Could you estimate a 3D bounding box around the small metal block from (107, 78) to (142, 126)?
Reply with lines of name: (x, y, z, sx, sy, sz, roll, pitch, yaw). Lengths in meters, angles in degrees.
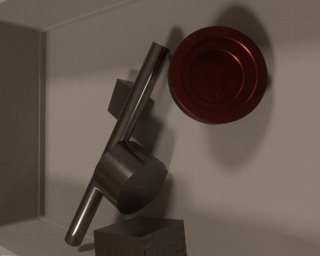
small metal block: (-0.046, -0.036, 0.435, 0.050, 0.025, 0.050, 39, 114, 48)

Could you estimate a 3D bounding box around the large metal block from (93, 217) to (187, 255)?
large metal block: (-0.024, 0.147, 0.389, 0.080, 0.081, 0.050, -9, 85, 39)

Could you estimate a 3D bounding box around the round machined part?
round machined part: (0.057, -0.052, 0.325, 0.099, 0.042, 0.097, 0, 87, -5)

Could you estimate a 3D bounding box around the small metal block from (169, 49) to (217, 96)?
small metal block: (0.040, -0.067, 0.372, 0.050, 0.025, 0.050, -7, 86, 39)

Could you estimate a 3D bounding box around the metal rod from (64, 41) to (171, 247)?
metal rod: (-0.061, 0.030, 0.412, 0.025, 0.025, 0.298, 34, 105, 34)

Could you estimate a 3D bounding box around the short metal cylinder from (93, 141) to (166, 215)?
short metal cylinder: (-0.038, 0.063, 0.401, 0.050, 0.081, 0.079, 35, 111, 34)
